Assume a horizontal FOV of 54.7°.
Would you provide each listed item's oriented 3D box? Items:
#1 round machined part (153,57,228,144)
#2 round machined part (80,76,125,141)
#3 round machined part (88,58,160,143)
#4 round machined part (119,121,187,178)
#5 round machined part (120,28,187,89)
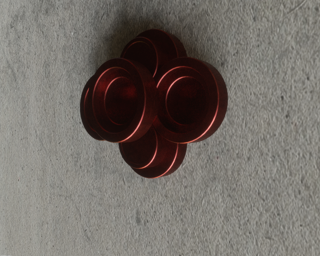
[{"bbox_3d":[0.036,-0.031,0.364,0.098,0.042,0.097,0,90,39],"label":"round machined part"},{"bbox_3d":[-0.069,-0.031,0.450,0.098,0.042,0.097,0,90,39],"label":"round machined part"},{"bbox_3d":[-0.039,-0.032,0.371,0.098,0.042,0.097,0,91,39],"label":"round machined part"},{"bbox_3d":[-0.016,0.018,0.407,0.098,0.042,0.097,0,90,39],"label":"round machined part"},{"bbox_3d":[-0.016,-0.081,0.406,0.098,0.042,0.097,0,90,39],"label":"round machined part"}]
